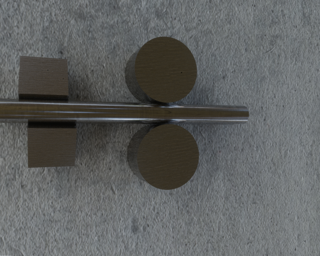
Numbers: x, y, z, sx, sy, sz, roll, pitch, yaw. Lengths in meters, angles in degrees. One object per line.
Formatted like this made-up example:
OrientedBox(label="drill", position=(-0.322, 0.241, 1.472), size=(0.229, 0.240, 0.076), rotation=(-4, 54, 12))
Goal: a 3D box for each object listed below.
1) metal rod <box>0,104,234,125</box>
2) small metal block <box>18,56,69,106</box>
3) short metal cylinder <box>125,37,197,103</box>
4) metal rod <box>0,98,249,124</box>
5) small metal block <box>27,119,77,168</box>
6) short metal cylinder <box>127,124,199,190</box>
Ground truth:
OrientedBox(label="metal rod", position=(-0.037, -0.018, 0.397), size=(0.303, 0.025, 0.025), rotation=(0, 90, -20))
OrientedBox(label="small metal block", position=(-0.131, -0.052, 0.352), size=(0.050, 0.025, 0.050), rotation=(0, 63, -20))
OrientedBox(label="short metal cylinder", position=(0.000, -0.070, 0.397), size=(0.081, 0.050, 0.079), rotation=(0, 90, -20))
OrientedBox(label="metal rod", position=(-0.027, -0.018, 0.374), size=(0.303, 0.025, 0.025), rotation=(0, 90, -20))
OrientedBox(label="small metal block", position=(-0.123, 0.017, 0.354), size=(0.050, 0.025, 0.050), rotation=(0, 117, -21))
OrientedBox(label="short metal cylinder", position=(0.003, 0.035, 0.398), size=(0.081, 0.050, 0.079), rotation=(0, 90, -20))
